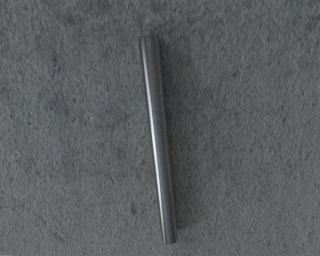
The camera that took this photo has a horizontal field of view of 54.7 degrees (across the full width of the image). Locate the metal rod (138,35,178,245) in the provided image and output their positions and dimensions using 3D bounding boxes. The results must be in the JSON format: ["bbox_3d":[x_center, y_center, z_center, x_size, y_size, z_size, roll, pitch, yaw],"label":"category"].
[{"bbox_3d":[0.001,0.030,0.420,0.025,0.025,0.298,-5,110,1],"label":"metal rod"}]
